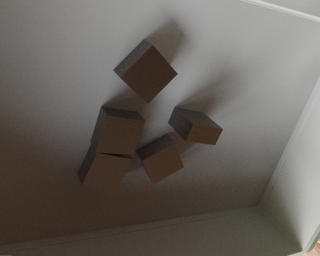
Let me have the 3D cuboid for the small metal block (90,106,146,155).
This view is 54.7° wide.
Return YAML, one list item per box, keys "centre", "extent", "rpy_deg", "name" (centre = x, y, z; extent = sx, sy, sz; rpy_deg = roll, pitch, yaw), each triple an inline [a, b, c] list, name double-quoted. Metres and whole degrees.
- centre: [-0.052, 0.004, 0.383]
  extent: [0.050, 0.025, 0.050]
  rpy_deg: [7, 115, -32]
  name: "small metal block"

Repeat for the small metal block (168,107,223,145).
- centre: [0.047, -0.003, 0.416]
  extent: [0.050, 0.050, 0.025]
  rpy_deg: [9, 114, -32]
  name: "small metal block"

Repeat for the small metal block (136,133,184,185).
- centre: [0.000, 0.044, 0.436]
  extent: [0.050, 0.025, 0.050]
  rpy_deg: [-29, 128, -10]
  name: "small metal block"

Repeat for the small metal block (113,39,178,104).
- centre: [-0.016, -0.065, 0.359]
  extent: [0.050, 0.025, 0.050]
  rpy_deg: [-45, 129, 3]
  name: "small metal block"

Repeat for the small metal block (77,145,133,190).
- centre: [-0.071, 0.050, 0.401]
  extent: [0.050, 0.025, 0.050]
  rpy_deg: [16, 110, -35]
  name: "small metal block"
